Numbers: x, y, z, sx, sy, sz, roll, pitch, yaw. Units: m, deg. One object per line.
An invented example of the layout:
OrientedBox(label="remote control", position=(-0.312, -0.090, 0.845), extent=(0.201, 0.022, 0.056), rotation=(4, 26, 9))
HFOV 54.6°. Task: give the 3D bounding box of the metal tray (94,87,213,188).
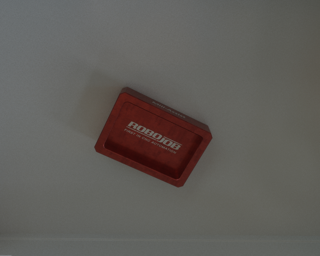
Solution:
OrientedBox(label="metal tray", position=(-0.009, 0.014, 0.413), extent=(0.131, 0.030, 0.090), rotation=(25, 108, -9))
